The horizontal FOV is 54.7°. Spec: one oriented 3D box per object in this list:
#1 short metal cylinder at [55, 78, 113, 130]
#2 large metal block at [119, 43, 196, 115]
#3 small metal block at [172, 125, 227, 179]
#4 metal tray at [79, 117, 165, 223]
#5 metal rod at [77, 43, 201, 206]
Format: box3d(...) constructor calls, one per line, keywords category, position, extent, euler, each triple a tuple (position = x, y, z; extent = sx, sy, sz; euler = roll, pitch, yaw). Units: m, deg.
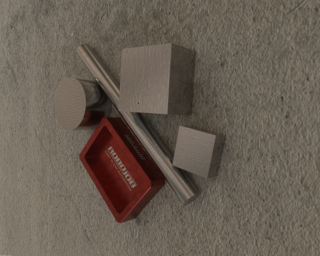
box3d(category="short metal cylinder", position=(-0.121, -0.036, 0.487), extent=(0.080, 0.050, 0.079), euler=(0, 90, 39))
box3d(category="large metal block", position=(-0.004, -0.058, 0.392), extent=(0.080, 0.050, 0.079), euler=(6, 94, 39))
box3d(category="small metal block", position=(0.046, 0.027, 0.367), extent=(0.050, 0.025, 0.050), euler=(17, 101, 38))
box3d(category="metal tray", position=(-0.060, 0.058, 0.450), extent=(0.130, 0.030, 0.090), euler=(52, 120, 27))
box3d(category="metal rod", position=(-0.043, -0.021, 0.439), extent=(0.025, 0.025, 0.300), euler=(-52, 60, 27))
